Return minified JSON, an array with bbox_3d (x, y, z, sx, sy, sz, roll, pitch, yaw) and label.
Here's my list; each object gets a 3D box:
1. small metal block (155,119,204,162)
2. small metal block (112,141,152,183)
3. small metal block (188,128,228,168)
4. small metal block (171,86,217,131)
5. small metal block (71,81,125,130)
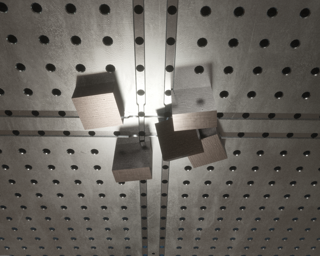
[{"bbox_3d":[0.026,0.013,0.404,0.050,0.050,0.025,-16,168,12],"label":"small metal block"},{"bbox_3d":[-0.037,0.047,0.435,0.050,0.050,0.025,-6,130,5],"label":"small metal block"},{"bbox_3d":[0.062,0.025,0.434,0.050,0.025,0.050,-19,128,15],"label":"small metal block"},{"bbox_3d":[0.040,-0.024,0.375,0.050,0.050,0.025,-5,130,4],"label":"small metal block"},{"bbox_3d":[-0.076,-0.027,0.387,0.050,0.025,0.050,-7,130,5],"label":"small metal block"}]
